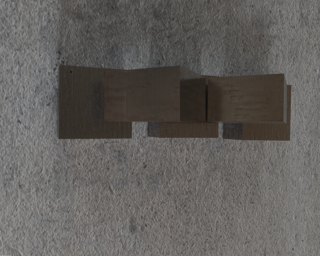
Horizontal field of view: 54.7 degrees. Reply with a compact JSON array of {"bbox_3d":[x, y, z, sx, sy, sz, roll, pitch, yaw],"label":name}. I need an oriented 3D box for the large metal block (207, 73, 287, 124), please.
[{"bbox_3d":[0.107,-0.031,0.371,0.080,0.080,0.050,1,89,24],"label":"large metal block"}]

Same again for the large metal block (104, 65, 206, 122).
[{"bbox_3d":[-0.002,-0.032,0.328,0.080,0.080,0.050,-2,92,-66],"label":"large metal block"}]

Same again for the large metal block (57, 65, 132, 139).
[{"bbox_3d":[-0.079,-0.028,0.369,0.081,0.050,0.079,0,90,-21],"label":"large metal block"}]

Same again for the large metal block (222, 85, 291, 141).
[{"bbox_3d":[0.140,-0.023,0.451,0.081,0.050,0.079,2,90,-21],"label":"large metal block"}]

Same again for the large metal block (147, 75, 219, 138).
[{"bbox_3d":[0.030,-0.028,0.409,0.081,0.050,0.079,1,90,-21],"label":"large metal block"}]
